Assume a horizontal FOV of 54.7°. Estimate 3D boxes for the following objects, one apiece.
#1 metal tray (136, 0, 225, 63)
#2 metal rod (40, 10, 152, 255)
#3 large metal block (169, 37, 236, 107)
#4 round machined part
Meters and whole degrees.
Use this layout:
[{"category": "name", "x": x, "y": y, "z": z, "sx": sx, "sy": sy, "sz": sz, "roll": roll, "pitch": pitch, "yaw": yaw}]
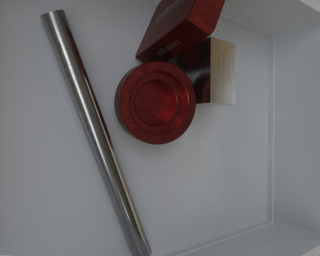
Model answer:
[{"category": "metal tray", "x": 0.024, "y": -0.129, "z": 0.358, "sx": 0.030, "sy": 0.130, "sz": 0.090, "roll": 28, "pitch": 72, "yaw": -22}, {"category": "metal rod", "x": -0.066, "y": 0.021, "z": 0.352, "sx": 0.025, "sy": 0.025, "sz": 0.298, "roll": -29, "pitch": 108, "yaw": -37}, {"category": "large metal block", "x": 0.054, "y": -0.070, "z": 0.418, "sx": 0.050, "sy": 0.080, "sz": 0.079, "roll": 0, "pitch": 90, "yaw": -41}, {"category": "round machined part", "x": -0.009, "y": -0.031, "z": 0.380, "sx": 0.099, "sy": 0.042, "sz": 0.097, "roll": -3, "pitch": 96, "yaw": -25}]
